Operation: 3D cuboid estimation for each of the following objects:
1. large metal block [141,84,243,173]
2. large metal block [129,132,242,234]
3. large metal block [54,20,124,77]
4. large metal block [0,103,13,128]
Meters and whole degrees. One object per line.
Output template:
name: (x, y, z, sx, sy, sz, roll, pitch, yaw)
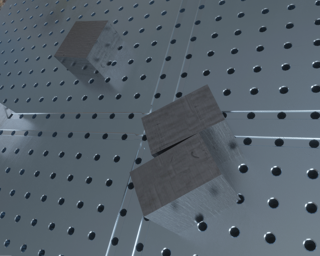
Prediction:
large metal block: (0.037, 0.009, 0.348, 0.080, 0.080, 0.050, -27, 52, 12)
large metal block: (0.028, 0.061, 0.321, 0.080, 0.080, 0.050, -31, 52, 9)
large metal block: (-0.124, -0.140, 0.545, 0.080, 0.050, 0.080, 11, 67, 33)
large metal block: (-0.343, -0.024, 0.589, 0.080, 0.050, 0.080, 24, 75, 36)
